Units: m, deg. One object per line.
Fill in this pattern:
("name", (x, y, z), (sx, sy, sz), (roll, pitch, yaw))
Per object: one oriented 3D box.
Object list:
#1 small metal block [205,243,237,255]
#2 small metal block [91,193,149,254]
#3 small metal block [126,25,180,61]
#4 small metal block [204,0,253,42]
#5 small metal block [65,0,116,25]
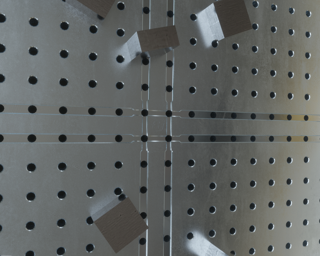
("small metal block", (0.098, 0.191, 0.435), (0.050, 0.050, 0.025), (30, 80, -18))
("small metal block", (-0.051, 0.120, 0.394), (0.050, 0.025, 0.050), (-34, 101, -17))
("small metal block", (-0.010, -0.108, 0.395), (0.050, 0.050, 0.025), (-16, 96, -19))
("small metal block", (0.099, -0.158, 0.449), (0.050, 0.025, 0.050), (-22, 98, -19))
("small metal block", (-0.081, -0.166, 0.382), (0.050, 0.025, 0.050), (30, 80, -18))
